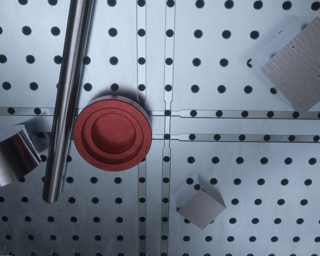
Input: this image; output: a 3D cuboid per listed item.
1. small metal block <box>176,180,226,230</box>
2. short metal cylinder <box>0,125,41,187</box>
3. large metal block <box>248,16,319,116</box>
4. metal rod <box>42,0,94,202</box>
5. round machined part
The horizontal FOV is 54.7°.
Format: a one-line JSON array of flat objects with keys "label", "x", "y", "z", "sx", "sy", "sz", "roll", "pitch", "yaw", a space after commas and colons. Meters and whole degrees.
[{"label": "small metal block", "x": 0.060, "y": 0.114, "z": 0.456, "sx": 0.050, "sy": 0.025, "sz": 0.050, "roll": 38, "pitch": 105, "yaw": -13}, {"label": "short metal cylinder", "x": -0.202, "y": 0.035, "z": 0.394, "sx": 0.080, "sy": 0.080, "sz": 0.050, "roll": -16, "pitch": 110, "yaw": 5}, {"label": "large metal block", "x": 0.170, "y": -0.076, "z": 0.375, "sx": 0.080, "sy": 0.050, "sz": 0.080, "roll": 43, "pitch": 104, "yaw": -14}, {"label": "metal rod", "x": -0.120, "y": -0.036, "z": 0.398, "sx": 0.025, "sy": 0.025, "sz": 0.298, "roll": 13, "pitch": 109, "yaw": -5}, {"label": "round machined part", "x": -0.059, "y": 0.004, "z": 0.405, "sx": 0.099, "sy": 0.042, "sz": 0.097, "roll": 0, "pitch": 110, "yaw": -1}]
